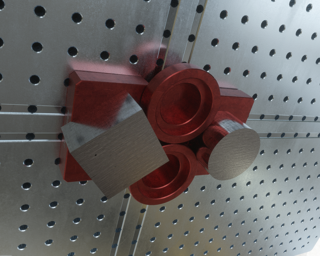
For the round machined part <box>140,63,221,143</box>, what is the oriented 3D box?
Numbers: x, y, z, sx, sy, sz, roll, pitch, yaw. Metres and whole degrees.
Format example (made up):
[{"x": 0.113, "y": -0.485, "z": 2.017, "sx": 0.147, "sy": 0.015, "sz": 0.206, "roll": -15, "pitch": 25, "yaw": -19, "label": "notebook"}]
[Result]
[{"x": 0.021, "y": -0.033, "z": 0.379, "sx": 0.099, "sy": 0.042, "sz": 0.097, "roll": -14, "pitch": 124, "yaw": -21, "label": "round machined part"}]

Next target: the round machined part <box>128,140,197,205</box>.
[{"x": -0.002, "y": 0.053, "z": 0.420, "sx": 0.099, "sy": 0.042, "sz": 0.097, "roll": -14, "pitch": 124, "yaw": -21, "label": "round machined part"}]

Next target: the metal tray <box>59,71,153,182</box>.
[{"x": -0.066, "y": 0.001, "z": 0.372, "sx": 0.091, "sy": 0.030, "sz": 0.129, "roll": 0, "pitch": 119, "yaw": -30, "label": "metal tray"}]

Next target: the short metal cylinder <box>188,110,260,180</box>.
[{"x": 0.086, "y": 0.023, "z": 0.416, "sx": 0.081, "sy": 0.050, "sz": 0.079, "roll": -14, "pitch": 124, "yaw": -21, "label": "short metal cylinder"}]

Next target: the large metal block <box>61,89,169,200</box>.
[{"x": -0.048, "y": 0.018, "z": 0.341, "sx": 0.080, "sy": 0.050, "sz": 0.080, "roll": -32, "pitch": 129, "yaw": -7, "label": "large metal block"}]

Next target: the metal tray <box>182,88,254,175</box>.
[{"x": 0.073, "y": 0.008, "z": 0.450, "sx": 0.091, "sy": 0.030, "sz": 0.129, "roll": 1, "pitch": 118, "yaw": -29, "label": "metal tray"}]
